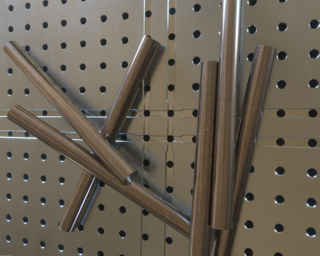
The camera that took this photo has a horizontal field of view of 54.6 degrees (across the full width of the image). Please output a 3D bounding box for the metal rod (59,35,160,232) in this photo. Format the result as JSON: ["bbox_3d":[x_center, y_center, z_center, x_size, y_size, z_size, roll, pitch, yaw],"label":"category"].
[{"bbox_3d":[-0.075,0.014,0.439,0.025,0.025,0.299,28,99,18],"label":"metal rod"}]

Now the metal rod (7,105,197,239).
[{"bbox_3d":[-0.078,0.056,0.416,0.301,0.025,0.025,32,101,8],"label":"metal rod"}]

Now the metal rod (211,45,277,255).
[{"bbox_3d":[0.097,0.051,0.378,0.025,0.025,0.298,13,94,19],"label":"metal rod"}]

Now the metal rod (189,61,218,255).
[{"bbox_3d":[0.053,0.067,0.377,0.025,0.025,0.299,2,85,20],"label":"metal rod"}]

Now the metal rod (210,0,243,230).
[{"bbox_3d":[0.080,-0.034,0.369,0.025,0.025,0.299,2,85,20],"label":"metal rod"}]

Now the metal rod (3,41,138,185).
[{"bbox_3d":[-0.138,-0.033,0.444,0.300,0.025,0.025,44,104,21],"label":"metal rod"}]
